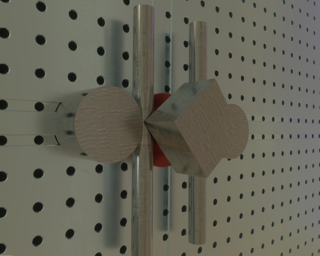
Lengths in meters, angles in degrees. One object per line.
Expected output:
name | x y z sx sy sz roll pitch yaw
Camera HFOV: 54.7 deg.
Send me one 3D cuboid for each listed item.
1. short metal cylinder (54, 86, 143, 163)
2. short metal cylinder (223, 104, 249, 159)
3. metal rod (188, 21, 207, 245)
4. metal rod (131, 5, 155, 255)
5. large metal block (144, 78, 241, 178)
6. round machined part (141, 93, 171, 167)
short metal cylinder | -0.066 -0.004 0.337 0.081 0.050 0.080 0 90 -40
short metal cylinder | 0.089 0.005 0.467 0.081 0.050 0.080 0 90 -40
metal rod | 0.052 0.007 0.425 0.025 0.025 0.298 0 90 -40
metal rod | -0.020 0.008 0.365 0.025 0.025 0.298 1 90 -40
large metal block | 0.041 -0.001 0.366 0.080 0.050 0.080 -46 118 -30
round machined part | 0.007 0.003 0.405 0.099 0.042 0.097 0 90 -40
